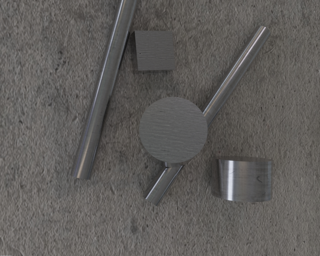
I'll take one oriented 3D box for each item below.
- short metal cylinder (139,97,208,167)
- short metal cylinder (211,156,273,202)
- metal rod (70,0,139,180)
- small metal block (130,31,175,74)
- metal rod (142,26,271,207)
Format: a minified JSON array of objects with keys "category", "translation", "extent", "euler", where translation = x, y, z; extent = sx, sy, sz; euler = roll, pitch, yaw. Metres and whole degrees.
[{"category":"short metal cylinder","translation":[0.015,0.007,0.387],"extent":[0.081,0.050,0.080],"euler":[0,77,-1]},{"category":"short metal cylinder","translation":[0.111,0.066,0.421],"extent":[0.081,0.080,0.050],"euler":[2,90,-20]},{"category":"metal rod","translation":[-0.059,-0.085,0.387],"extent":[0.025,0.025,0.299],"euler":[16,85,-20]},{"category":"small metal block","translation":[-0.010,-0.099,0.405],"extent":[0.050,0.025,0.050],"euler":[-6,92,-20]},{"category":"metal rod","translation":[0.071,-0.024,0.435],"extent":[0.025,0.025,0.300],"euler":[38,78,-16]}]
